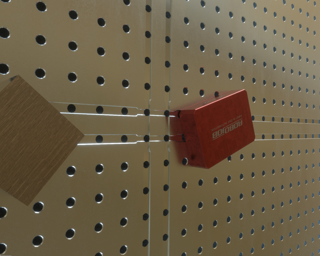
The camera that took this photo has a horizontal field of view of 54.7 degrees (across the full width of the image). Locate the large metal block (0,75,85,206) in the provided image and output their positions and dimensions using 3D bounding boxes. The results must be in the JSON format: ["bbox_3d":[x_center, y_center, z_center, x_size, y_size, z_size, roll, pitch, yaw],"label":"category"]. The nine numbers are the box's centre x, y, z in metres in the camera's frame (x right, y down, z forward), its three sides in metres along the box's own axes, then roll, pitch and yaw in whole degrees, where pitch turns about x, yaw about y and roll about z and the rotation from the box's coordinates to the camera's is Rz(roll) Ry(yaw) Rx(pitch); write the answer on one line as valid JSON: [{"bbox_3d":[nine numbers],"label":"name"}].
[{"bbox_3d":[-0.132,0.011,0.282,0.080,0.050,0.080,49,61,-29],"label":"large metal block"}]

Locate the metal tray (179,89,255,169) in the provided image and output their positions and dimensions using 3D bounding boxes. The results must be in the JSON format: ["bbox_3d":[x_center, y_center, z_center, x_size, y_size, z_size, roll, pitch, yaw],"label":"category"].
[{"bbox_3d":[0.094,-0.002,0.485,0.131,0.030,0.089,-23,105,-38],"label":"metal tray"}]
